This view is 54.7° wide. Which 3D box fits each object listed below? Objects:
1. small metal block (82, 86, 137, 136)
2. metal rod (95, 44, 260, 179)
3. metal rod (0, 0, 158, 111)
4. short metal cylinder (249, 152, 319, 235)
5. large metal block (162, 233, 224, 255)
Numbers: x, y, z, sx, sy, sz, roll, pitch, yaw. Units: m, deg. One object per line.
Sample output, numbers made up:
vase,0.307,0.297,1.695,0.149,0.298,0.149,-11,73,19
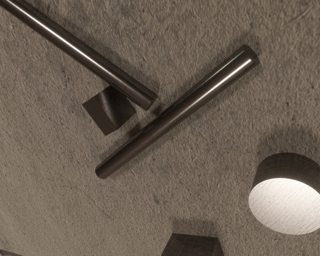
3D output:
small metal block,-0.065,-0.026,0.407,0.025,0.050,0.050,-26,105,37
metal rod,0.000,-0.002,0.404,0.025,0.025,0.299,48,129,-6
metal rod,-0.132,-0.119,0.400,0.301,0.025,0.025,36,129,3
short metal cylinder,0.149,0.075,0.359,0.080,0.050,0.079,13,124,20
large metal block,0.058,0.220,0.495,0.080,0.050,0.080,-6,116,30
